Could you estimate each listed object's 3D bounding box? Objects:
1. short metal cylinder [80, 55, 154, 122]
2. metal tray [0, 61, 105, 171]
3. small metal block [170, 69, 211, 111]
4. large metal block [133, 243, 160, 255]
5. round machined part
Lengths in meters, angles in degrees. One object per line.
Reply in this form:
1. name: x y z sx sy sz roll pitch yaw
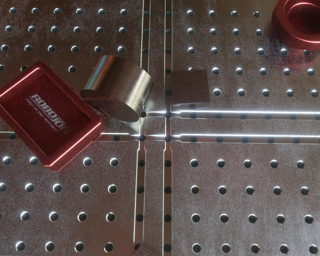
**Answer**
1. short metal cylinder: -0.054 -0.048 0.400 0.080 0.080 0.050 20 71 7
2. metal tray: -0.150 -0.018 0.413 0.090 0.030 0.130 -43 76 -14
3. small metal block: 0.041 -0.052 0.431 0.050 0.025 0.050 -3 70 -2
4. large metal block: -0.010 0.182 0.332 0.080 0.050 0.080 34 73 11
5. round machined part: 0.216 -0.157 0.463 0.099 0.042 0.098 0 70 -1
